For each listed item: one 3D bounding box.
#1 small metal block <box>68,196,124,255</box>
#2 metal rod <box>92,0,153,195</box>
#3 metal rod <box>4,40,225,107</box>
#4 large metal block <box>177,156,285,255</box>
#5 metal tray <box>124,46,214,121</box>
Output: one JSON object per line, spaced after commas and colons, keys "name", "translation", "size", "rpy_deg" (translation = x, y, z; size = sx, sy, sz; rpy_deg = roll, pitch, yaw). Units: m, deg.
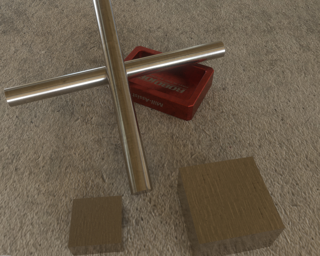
{"name": "small metal block", "translation": [-0.064, 0.100, 0.319], "size": [0.050, 0.025, 0.050], "rpy_deg": [-3, 50, -3]}
{"name": "metal rod", "translation": [-0.054, -0.065, 0.395], "size": [0.025, 0.025, 0.299], "rpy_deg": [-11, 70, -9]}
{"name": "metal rod", "translation": [-0.052, -0.078, 0.428], "size": [0.302, 0.025, 0.025], "rpy_deg": [-15, 52, -12]}
{"name": "large metal block", "translation": [0.066, 0.082, 0.319], "size": [0.081, 0.050, 0.080], "rpy_deg": [-8, 51, -7]}
{"name": "metal tray", "translation": [0.003, -0.070, 0.458], "size": [0.130, 0.030, 0.090], "rpy_deg": [21, 53, 16]}
